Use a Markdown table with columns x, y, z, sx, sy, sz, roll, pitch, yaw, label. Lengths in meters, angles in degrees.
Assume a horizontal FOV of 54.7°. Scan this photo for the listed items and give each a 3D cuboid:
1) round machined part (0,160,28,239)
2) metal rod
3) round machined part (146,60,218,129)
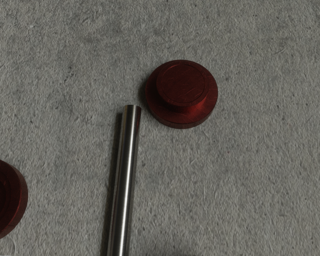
| x | y | z | sx | sy | sz | roll | pitch | yaw | label |
| --- | --- | --- | --- | --- | --- | --- | --- | --- | --- |
| -0.205 | 0.086 | 0.365 | 0.099 | 0.042 | 0.098 | 0 | 70 | -1 | round machined part |
| -0.046 | 0.114 | 0.365 | 0.025 | 0.025 | 0.299 | 3 | 70 | 1 | metal rod |
| 0.030 | -0.051 | 0.418 | 0.099 | 0.042 | 0.098 | 0 | 70 | -1 | round machined part |
